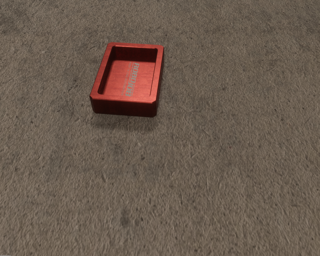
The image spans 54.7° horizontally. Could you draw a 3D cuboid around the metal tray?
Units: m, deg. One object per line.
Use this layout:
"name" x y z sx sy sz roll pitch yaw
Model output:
"metal tray" -0.044 -0.076 0.463 0.091 0.030 0.130 5 50 3
